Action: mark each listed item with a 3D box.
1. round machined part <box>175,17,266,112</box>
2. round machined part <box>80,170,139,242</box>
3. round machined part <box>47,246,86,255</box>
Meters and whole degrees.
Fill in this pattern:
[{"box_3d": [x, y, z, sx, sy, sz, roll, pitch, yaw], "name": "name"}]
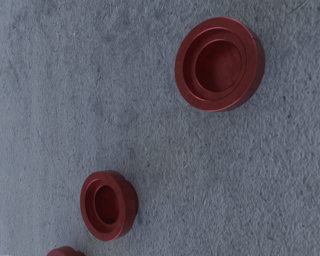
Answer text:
[{"box_3d": [0.067, -0.066, 0.338, 0.098, 0.042, 0.097, 0, 90, 40], "name": "round machined part"}, {"box_3d": [-0.070, 0.110, 0.452, 0.098, 0.042, 0.097, 0, 90, 40], "name": "round machined part"}, {"box_3d": [-0.150, 0.247, 0.518, 0.098, 0.042, 0.097, 0, 90, 40], "name": "round machined part"}]
